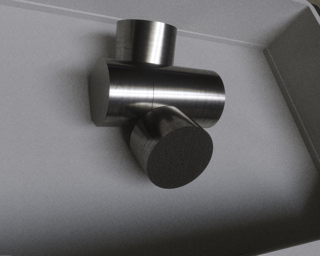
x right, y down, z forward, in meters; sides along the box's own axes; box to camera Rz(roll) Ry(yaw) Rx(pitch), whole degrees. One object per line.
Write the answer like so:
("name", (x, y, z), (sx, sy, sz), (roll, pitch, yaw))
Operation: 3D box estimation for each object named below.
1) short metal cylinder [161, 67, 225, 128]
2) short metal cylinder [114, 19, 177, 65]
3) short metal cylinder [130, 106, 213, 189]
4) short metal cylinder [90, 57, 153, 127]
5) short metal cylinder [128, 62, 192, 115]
("short metal cylinder", (0.042, -0.040, 0.415), (0.050, 0.080, 0.080), (1, 61, -27))
("short metal cylinder", (-0.020, -0.111, 0.416), (0.081, 0.080, 0.050), (2, 99, -27))
("short metal cylinder", (0.012, 0.022, 0.352), (0.081, 0.079, 0.050), (0, 28, -28))
("short metal cylinder", (-0.048, -0.041, 0.367), (0.050, 0.080, 0.080), (1, 61, -27))
("short metal cylinder", (-0.003, -0.040, 0.391), (0.050, 0.080, 0.080), (1, 61, -27))
